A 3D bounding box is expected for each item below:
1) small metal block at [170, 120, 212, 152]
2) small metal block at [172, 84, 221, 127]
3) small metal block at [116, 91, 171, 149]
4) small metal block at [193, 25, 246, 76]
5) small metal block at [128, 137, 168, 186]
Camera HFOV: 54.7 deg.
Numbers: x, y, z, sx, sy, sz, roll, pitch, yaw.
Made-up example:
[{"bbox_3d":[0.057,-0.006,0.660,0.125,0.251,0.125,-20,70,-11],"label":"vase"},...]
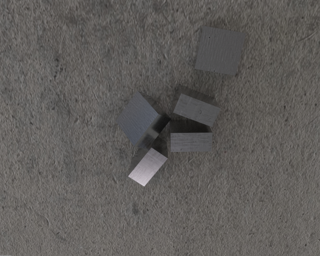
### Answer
[{"bbox_3d":[0.038,0.009,0.400,0.050,0.050,0.025,-1,110,0],"label":"small metal block"},{"bbox_3d":[0.043,-0.029,0.386,0.050,0.050,0.025,20,109,-7],"label":"small metal block"},{"bbox_3d":[-0.022,-0.010,0.390,0.025,0.050,0.050,18,115,-50],"label":"small metal block"},{"bbox_3d":[0.070,-0.094,0.375,0.050,0.025,0.050,9,110,-4],"label":"small metal block"},{"bbox_3d":[-0.015,0.041,0.411,0.025,0.050,0.050,35,106,-12],"label":"small metal block"}]
